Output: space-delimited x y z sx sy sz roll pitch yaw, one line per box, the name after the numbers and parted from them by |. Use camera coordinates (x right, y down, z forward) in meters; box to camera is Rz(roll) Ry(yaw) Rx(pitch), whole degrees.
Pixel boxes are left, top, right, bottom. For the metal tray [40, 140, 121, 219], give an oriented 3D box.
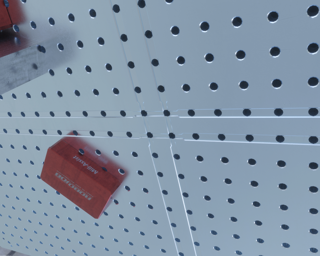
-0.141 0.091 0.539 0.130 0.030 0.089 34 129 5 | metal tray

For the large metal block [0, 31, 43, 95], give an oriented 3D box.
-0.227 -0.096 0.436 0.080 0.080 0.050 21 126 16 | large metal block

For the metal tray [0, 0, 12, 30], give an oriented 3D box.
-0.283 -0.184 0.443 0.130 0.030 0.089 5 121 25 | metal tray
